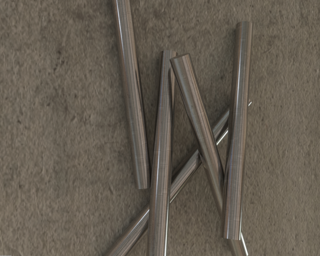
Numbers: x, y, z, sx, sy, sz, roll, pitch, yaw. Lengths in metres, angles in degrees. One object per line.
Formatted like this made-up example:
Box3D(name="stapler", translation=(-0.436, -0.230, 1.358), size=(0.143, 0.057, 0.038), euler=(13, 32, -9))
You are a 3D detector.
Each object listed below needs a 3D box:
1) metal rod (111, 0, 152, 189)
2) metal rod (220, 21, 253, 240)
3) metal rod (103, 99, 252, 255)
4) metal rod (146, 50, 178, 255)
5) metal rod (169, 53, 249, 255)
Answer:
Box3D(name="metal rod", translation=(-0.038, -0.072, 0.395), size=(0.025, 0.025, 0.298), euler=(-8, 93, -20))
Box3D(name="metal rod", translation=(0.106, -0.007, 0.419), size=(0.025, 0.025, 0.299), euler=(13, 74, -20))
Box3D(name="metal rod", translation=(0.028, 0.067, 0.420), size=(0.025, 0.025, 0.300), euler=(45, 76, -15))
Box3D(name="metal rod", translation=(0.003, 0.048, 0.391), size=(0.025, 0.025, 0.298), euler=(7, 80, -20))
Box3D(name="metal rod", translation=(0.070, 0.049, 0.411), size=(0.025, 0.025, 0.298), euler=(-25, 108, -18))
